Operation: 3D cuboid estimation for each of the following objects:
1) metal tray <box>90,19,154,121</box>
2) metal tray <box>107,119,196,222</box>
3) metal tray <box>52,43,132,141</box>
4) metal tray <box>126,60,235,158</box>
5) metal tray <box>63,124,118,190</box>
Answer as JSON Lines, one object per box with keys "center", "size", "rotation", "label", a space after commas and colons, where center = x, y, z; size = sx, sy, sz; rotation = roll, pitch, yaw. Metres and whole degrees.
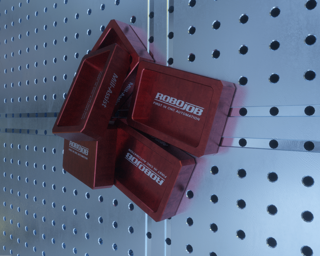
{"center": [-0.075, -0.084, 0.469], "size": [0.129, 0.030, 0.090], "rotation": [-47, 61, 30], "label": "metal tray"}
{"center": [-0.023, 0.053, 0.425], "size": [0.130, 0.030, 0.089], "rotation": [32, 110, 35], "label": "metal tray"}
{"center": [-0.094, -0.047, 0.429], "size": [0.090, 0.030, 0.130], "rotation": [-2, 64, 47], "label": "metal tray"}
{"center": [0.020, -0.028, 0.389], "size": [0.130, 0.030, 0.089], "rotation": [23, 105, 37], "label": "metal tray"}
{"center": [-0.112, 0.033, 0.478], "size": [0.130, 0.030, 0.089], "rotation": [12, 99, 54], "label": "metal tray"}
